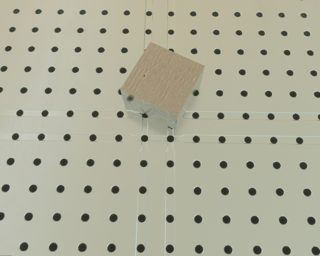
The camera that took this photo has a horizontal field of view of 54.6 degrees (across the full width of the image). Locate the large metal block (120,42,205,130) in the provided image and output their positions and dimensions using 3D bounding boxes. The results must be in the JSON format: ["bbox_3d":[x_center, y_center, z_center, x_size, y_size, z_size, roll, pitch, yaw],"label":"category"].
[{"bbox_3d":[0.004,-0.056,0.419,0.080,0.050,0.080,26,72,9],"label":"large metal block"}]
